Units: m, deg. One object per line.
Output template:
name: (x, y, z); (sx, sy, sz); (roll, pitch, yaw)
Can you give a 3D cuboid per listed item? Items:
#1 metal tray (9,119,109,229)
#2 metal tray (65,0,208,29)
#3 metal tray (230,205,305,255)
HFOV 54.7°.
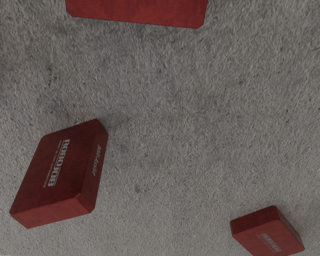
metal tray: (-0.117, 0.051, 0.380); (0.090, 0.130, 0.030); (-17, 128, 14)
metal tray: (-0.019, -0.144, 0.281); (0.131, 0.030, 0.089); (4, 130, -4)
metal tray: (0.201, 0.202, 0.578); (0.090, 0.030, 0.130); (-29, 125, 22)
